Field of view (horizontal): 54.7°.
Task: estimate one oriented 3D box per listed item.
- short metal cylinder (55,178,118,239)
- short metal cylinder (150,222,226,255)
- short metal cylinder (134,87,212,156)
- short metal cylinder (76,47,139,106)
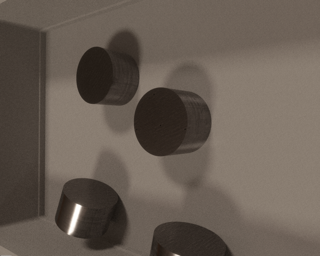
[{"bbox_3d":[-0.108,0.116,0.458,0.080,0.081,0.050,30,109,35],"label":"short metal cylinder"},{"bbox_3d":[0.029,0.147,0.346,0.080,0.081,0.050,16,100,38],"label":"short metal cylinder"},{"bbox_3d":[0.015,-0.007,0.377,0.080,0.050,0.079,0,90,39],"label":"short metal cylinder"},{"bbox_3d":[-0.077,-0.073,0.451,0.080,0.050,0.079,0,90,39],"label":"short metal cylinder"}]
